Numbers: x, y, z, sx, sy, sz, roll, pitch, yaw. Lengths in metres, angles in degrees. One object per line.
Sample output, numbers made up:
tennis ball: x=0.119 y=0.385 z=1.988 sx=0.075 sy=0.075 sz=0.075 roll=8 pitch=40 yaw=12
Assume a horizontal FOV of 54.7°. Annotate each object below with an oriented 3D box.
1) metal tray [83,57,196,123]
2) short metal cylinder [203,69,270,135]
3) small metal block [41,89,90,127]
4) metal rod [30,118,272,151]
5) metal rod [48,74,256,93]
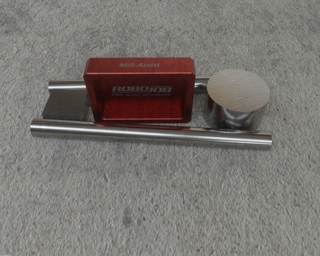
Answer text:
metal tray: x=-0.024 y=-0.046 z=0.399 sx=0.131 sy=0.090 sz=0.030 roll=0 pitch=50 yaw=0
short metal cylinder: x=0.101 y=-0.034 z=0.417 sx=0.081 sy=0.050 sz=0.080 roll=0 pitch=50 yaw=0
small metal block: x=-0.127 y=-0.027 z=0.427 sx=0.050 sy=0.025 sz=0.050 roll=3 pitch=50 yaw=3
metal rod: x=-0.013 y=0.008 z=0.398 sx=0.302 sy=0.025 sz=0.025 roll=3 pitch=50 yaw=2
metal rod: x=-0.008 y=-0.062 z=0.457 sx=0.302 sy=0.025 sz=0.025 roll=-2 pitch=50 yaw=-2
